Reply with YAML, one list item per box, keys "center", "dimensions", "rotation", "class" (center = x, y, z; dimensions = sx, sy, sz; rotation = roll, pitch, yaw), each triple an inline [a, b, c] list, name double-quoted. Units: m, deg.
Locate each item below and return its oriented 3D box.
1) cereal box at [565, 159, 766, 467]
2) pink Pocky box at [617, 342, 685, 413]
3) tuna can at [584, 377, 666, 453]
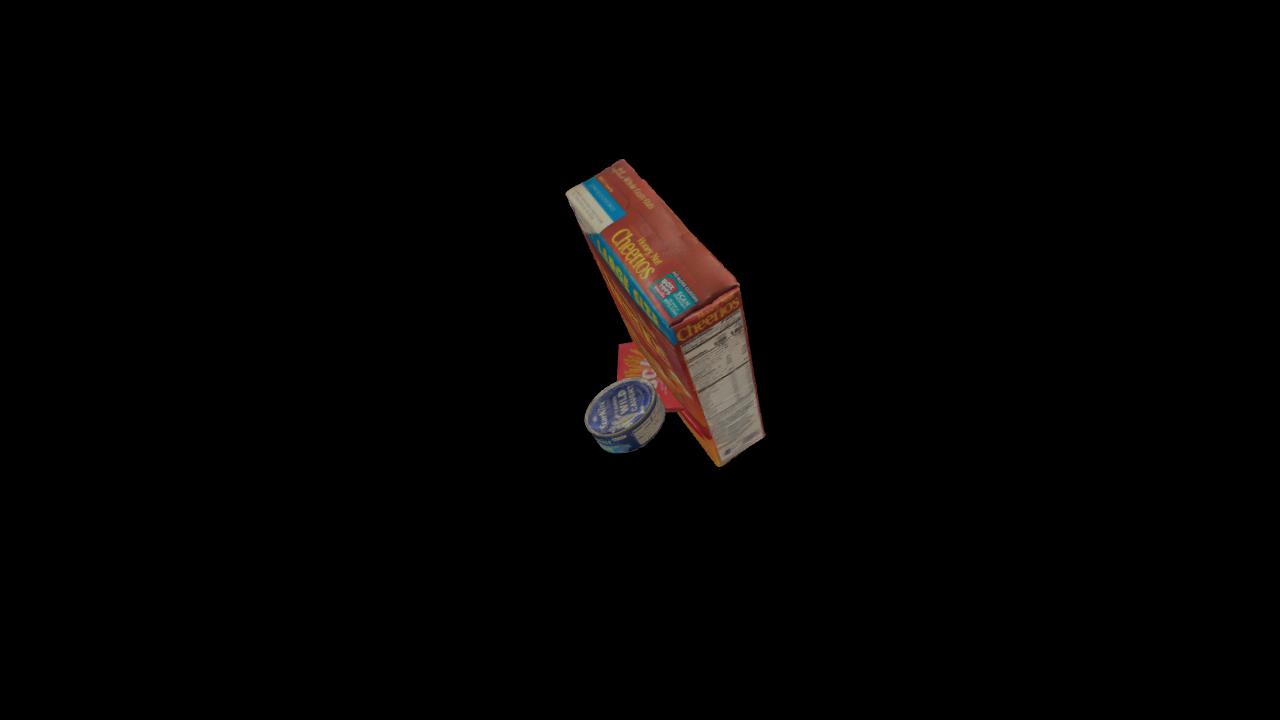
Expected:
- center: [0.037, -0.034, 0.655]
  dimensions: [0.081, 0.203, 0.306]
  rotation: [-33, -33, -4]
  class: "cereal box"
- center: [0.032, 0.017, 0.693]
  dimensions: [0.029, 0.084, 0.155]
  rotation: [11, -12, -42]
  class: "pink Pocky box"
- center: [-0.016, 0.059, 0.660]
  dimensions: [0.084, 0.034, 0.084]
  rotation: [-20, 35, 15]
  class: "tuna can"
